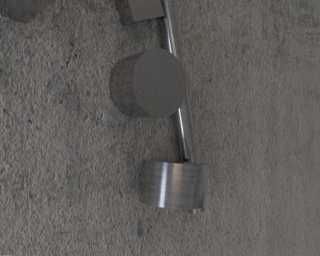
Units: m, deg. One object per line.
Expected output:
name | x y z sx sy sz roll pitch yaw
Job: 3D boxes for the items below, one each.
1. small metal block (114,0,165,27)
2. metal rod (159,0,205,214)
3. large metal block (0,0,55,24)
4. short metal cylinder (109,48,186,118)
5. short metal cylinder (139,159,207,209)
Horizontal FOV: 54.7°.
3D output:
small metal block | -0.027 -0.157 0.382 0.050 0.025 0.050 -26 107 -37
metal rod | 0.030 -0.027 0.429 0.025 0.025 0.298 -15 100 -39
large metal block | -0.123 -0.146 0.265 0.050 0.080 0.080 9 84 -40
short metal cylinder | -0.014 -0.052 0.376 0.081 0.050 0.079 0 90 -40
short metal cylinder | 0.016 0.067 0.383 0.081 0.080 0.050 8 85 -40
